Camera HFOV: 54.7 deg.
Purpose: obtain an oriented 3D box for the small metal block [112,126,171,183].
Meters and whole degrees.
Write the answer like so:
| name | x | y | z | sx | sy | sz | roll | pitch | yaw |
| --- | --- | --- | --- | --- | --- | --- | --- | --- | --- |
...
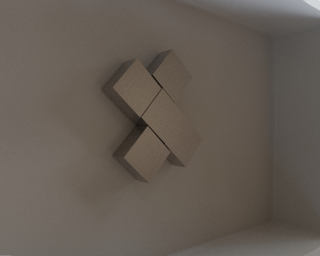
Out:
| name | x | y | z | sx | sy | sz | roll | pitch | yaw |
| --- | --- | --- | --- | --- | --- | --- | --- | --- | --- |
| small metal block | -0.022 | 0.032 | 0.386 | 0.050 | 0.025 | 0.050 | 50 | 61 | -28 |

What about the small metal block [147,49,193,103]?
| name | x | y | z | sx | sy | sz | roll | pitch | yaw |
| --- | --- | --- | --- | --- | --- | --- | --- | --- | --- |
| small metal block | 0.010 | -0.067 | 0.411 | 0.050 | 0.025 | 0.050 | 49 | 60 | -29 |

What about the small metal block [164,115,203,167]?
| name | x | y | z | sx | sy | sz | roll | pitch | yaw |
| --- | --- | --- | --- | --- | --- | --- | --- | --- | --- |
| small metal block | 0.026 | 0.018 | 0.425 | 0.050 | 0.025 | 0.050 | 49 | 61 | -29 |

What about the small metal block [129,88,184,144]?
| name | x | y | z | sx | sy | sz | roll | pitch | yaw |
| --- | --- | --- | --- | --- | --- | --- | --- | --- | --- |
| small metal block | -0.003 | -0.015 | 0.400 | 0.050 | 0.025 | 0.050 | 49 | 61 | -29 |

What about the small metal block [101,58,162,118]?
| name | x | y | z | sx | sy | sz | roll | pitch | yaw |
| --- | --- | --- | --- | --- | --- | --- | --- | --- | --- |
| small metal block | -0.033 | -0.047 | 0.376 | 0.050 | 0.025 | 0.050 | 49 | 61 | -29 |
